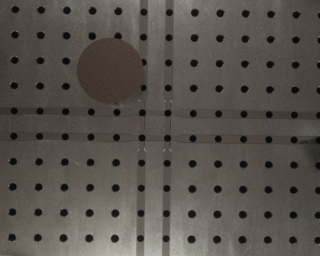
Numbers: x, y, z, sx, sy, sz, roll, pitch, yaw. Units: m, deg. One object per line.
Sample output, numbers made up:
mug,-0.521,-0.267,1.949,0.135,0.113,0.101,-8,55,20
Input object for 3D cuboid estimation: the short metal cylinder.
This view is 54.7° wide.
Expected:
short metal cylinder,-0.060,-0.070,0.400,0.081,0.050,0.079,0,90,-1
